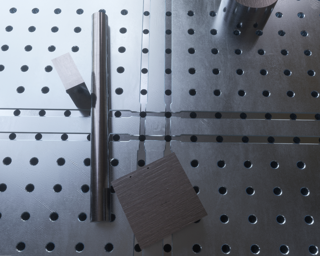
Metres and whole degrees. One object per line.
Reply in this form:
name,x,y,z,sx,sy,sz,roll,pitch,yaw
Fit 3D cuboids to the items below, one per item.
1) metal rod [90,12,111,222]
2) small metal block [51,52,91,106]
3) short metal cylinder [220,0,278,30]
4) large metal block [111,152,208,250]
metal rod,-0.081,-0.028,0.421,0.025,0.025,0.299,-4,70,-2
small metal block,-0.119,-0.065,0.421,0.025,0.050,0.050,-27,73,-10
short metal cylinder,0.136,-0.198,0.473,0.081,0.050,0.080,0,70,0
large metal block,-0.002,0.086,0.367,0.080,0.050,0.080,-25,72,-9
